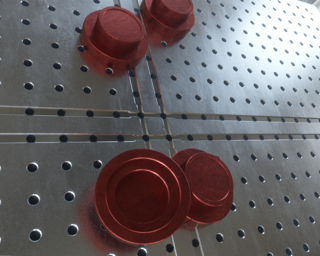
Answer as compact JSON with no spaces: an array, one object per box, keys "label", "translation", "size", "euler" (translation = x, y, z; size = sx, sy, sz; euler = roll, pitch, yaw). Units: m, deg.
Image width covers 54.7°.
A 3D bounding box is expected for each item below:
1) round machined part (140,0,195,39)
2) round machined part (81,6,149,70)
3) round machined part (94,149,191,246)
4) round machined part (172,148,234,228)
[{"label":"round machined part","translation":[0.019,-0.206,0.535],"size":[0.099,0.042,0.098],"euler":[14,56,-21]},{"label":"round machined part","translation":[-0.061,-0.136,0.449],"size":[0.099,0.042,0.098],"euler":[14,56,-21]},{"label":"round machined part","translation":[-0.020,0.075,0.332],"size":[0.099,0.042,0.098],"euler":[5,64,-10]},{"label":"round machined part","translation":[0.051,0.069,0.384],"size":[0.099,0.042,0.098],"euler":[14,56,-21]}]
